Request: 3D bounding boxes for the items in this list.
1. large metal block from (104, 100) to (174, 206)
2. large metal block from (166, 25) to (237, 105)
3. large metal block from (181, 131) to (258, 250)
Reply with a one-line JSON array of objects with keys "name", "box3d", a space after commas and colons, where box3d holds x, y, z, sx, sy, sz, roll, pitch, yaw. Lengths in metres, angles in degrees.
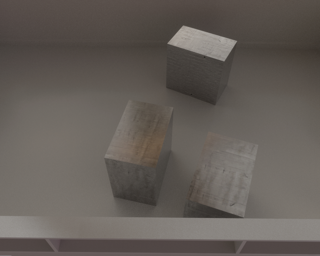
[{"name": "large metal block", "box3d": [-0.019, 0.028, 0.345, 0.050, 0.080, 0.080, 11, 51, 8]}, {"name": "large metal block", "box3d": [0.057, -0.089, 0.445, 0.080, 0.080, 0.050, 22, 54, 17]}, {"name": "large metal block", "box3d": [0.059, 0.064, 0.316, 0.050, 0.080, 0.080, 16, 52, 12]}]
